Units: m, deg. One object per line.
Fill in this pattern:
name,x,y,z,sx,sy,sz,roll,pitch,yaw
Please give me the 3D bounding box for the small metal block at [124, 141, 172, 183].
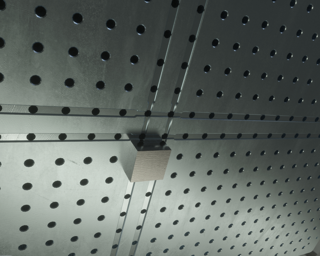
small metal block,-0.017,0.046,0.429,0.050,0.025,0.050,0,119,-29
